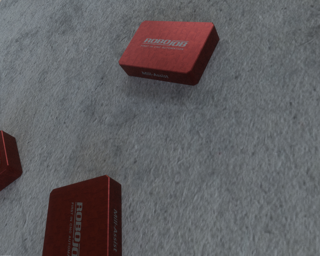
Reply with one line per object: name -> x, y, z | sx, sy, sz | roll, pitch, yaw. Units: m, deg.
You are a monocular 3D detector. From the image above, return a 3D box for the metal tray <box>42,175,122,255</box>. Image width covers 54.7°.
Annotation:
metal tray -> -0.092, 0.129, 0.368 | 0.090, 0.030, 0.130 | -17, 55, 18

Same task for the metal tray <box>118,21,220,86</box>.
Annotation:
metal tray -> 0.011, -0.116, 0.465 | 0.130, 0.030, 0.090 | 15, 69, 33

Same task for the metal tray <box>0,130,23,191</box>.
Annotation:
metal tray -> -0.291, 0.075, 0.504 | 0.130, 0.030, 0.090 | -36, 51, 3
